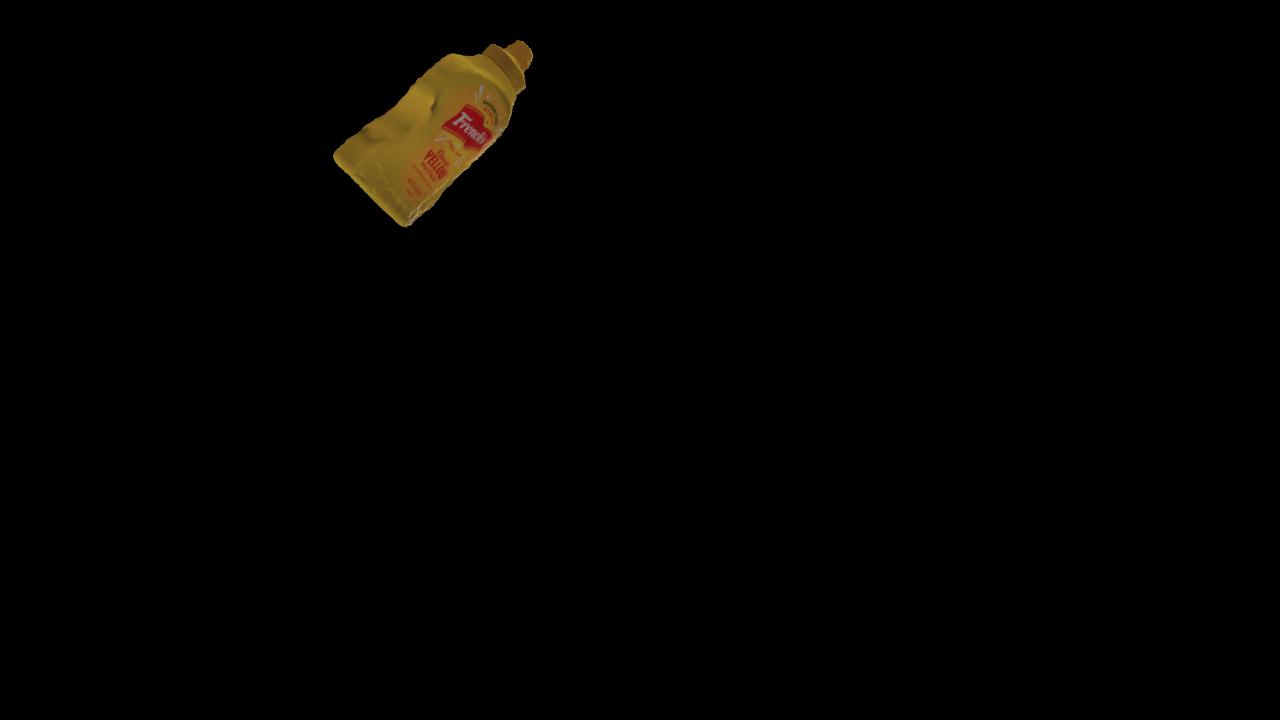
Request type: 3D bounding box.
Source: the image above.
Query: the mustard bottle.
[{"bbox_3d":[-0.158,-0.200,0.512,0.054,0.184,0.092,40,-8,22],"label":"mustard bottle"}]
